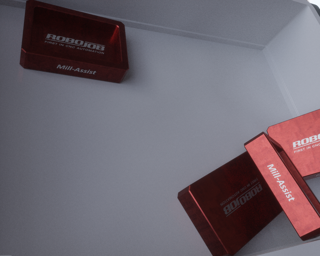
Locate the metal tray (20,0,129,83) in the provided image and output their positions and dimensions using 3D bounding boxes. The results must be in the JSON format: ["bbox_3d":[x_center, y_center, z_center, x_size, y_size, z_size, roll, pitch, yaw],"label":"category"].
[{"bbox_3d":[-0.111,-0.113,0.411,0.131,0.030,0.090,6,59,-25],"label":"metal tray"}]

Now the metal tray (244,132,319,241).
[{"bbox_3d":[0.165,0.073,0.394,0.090,0.030,0.130,23,36,-52],"label":"metal tray"}]

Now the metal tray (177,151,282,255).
[{"bbox_3d":[0.097,0.092,0.398,0.131,0.030,0.090,-22,74,-36],"label":"metal tray"}]

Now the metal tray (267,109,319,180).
[{"bbox_3d":[0.238,0.021,0.458,0.030,0.130,0.090,35,38,-56],"label":"metal tray"}]
